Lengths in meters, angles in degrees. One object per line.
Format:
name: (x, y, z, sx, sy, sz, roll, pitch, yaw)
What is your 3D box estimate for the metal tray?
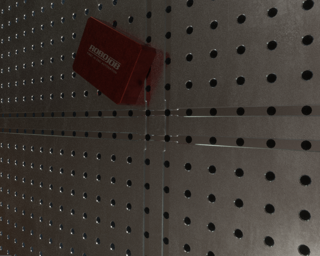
metal tray: (-0.074, -0.102, 0.465, 0.130, 0.030, 0.089, 37, 112, 33)
